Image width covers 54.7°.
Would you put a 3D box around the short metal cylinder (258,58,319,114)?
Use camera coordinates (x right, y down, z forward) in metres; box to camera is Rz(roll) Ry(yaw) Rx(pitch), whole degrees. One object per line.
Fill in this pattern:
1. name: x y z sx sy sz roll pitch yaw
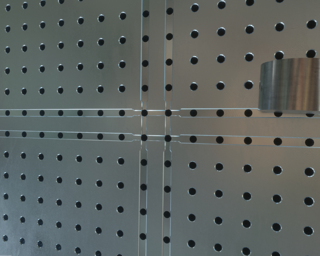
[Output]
1. short metal cylinder: 0.148 -0.042 0.331 0.080 0.080 0.050 4 91 19
